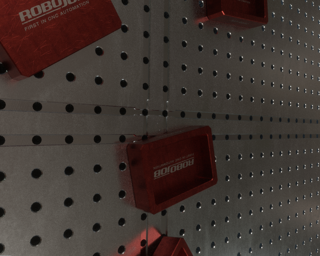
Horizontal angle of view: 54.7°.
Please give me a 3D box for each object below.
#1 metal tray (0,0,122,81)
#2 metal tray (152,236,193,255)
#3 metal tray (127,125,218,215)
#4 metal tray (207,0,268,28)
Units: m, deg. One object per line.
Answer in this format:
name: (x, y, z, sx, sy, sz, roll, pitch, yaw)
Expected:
metal tray: (-0.111, -0.117, 0.314, 0.131, 0.030, 0.090, -41, 115, -32)
metal tray: (0.007, 0.217, 0.392, 0.131, 0.030, 0.090, -49, 120, -46)
metal tray: (0.022, 0.052, 0.426, 0.131, 0.030, 0.089, -15, 99, -39)
metal tray: (0.131, -0.222, 0.517, 0.131, 0.030, 0.089, -7, 95, -40)
